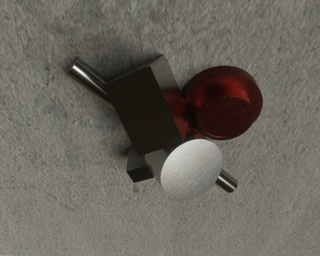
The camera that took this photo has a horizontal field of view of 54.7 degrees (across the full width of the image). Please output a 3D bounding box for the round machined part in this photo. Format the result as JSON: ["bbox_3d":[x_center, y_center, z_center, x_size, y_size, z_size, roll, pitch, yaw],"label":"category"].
[{"bbox_3d":[0.076,-0.023,0.378,0.099,0.042,0.097,-1,130,0],"label":"round machined part"}]

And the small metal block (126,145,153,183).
[{"bbox_3d":[-0.017,0.043,0.430,0.050,0.050,0.025,-17,128,13],"label":"small metal block"}]

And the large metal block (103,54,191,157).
[{"bbox_3d":[-0.008,-0.028,0.335,0.050,0.080,0.080,-20,106,17],"label":"large metal block"}]

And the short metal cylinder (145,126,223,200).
[{"bbox_3d":[0.028,0.040,0.378,0.081,0.050,0.079,-10,115,-21],"label":"short metal cylinder"}]

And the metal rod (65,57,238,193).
[{"bbox_3d":[0.006,0.010,0.418,0.025,0.025,0.301,-37,122,27],"label":"metal rod"}]
